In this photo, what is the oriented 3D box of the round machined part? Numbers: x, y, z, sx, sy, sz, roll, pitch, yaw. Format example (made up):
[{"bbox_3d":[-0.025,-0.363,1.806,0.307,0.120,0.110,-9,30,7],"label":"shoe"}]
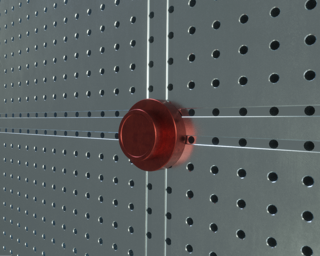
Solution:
[{"bbox_3d":[-0.018,0.009,0.414,0.098,0.042,0.097,0,90,40],"label":"round machined part"}]
